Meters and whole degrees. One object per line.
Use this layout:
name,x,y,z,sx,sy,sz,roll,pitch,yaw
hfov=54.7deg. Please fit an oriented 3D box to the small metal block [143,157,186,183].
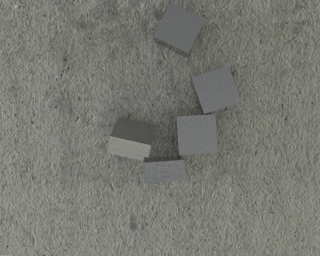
small metal block,0.005,0.052,0.397,0.050,0.050,0.025,-4,90,0

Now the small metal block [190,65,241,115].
small metal block,0.073,-0.049,0.410,0.050,0.025,0.050,-19,90,0

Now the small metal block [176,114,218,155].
small metal block,0.048,0.008,0.410,0.050,0.025,0.050,-4,90,0

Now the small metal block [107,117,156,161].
small metal block,-0.035,0.014,0.394,0.050,0.050,0.025,13,119,0

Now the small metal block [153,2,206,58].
small metal block,0.025,-0.129,0.410,0.050,0.025,0.050,27,90,0
